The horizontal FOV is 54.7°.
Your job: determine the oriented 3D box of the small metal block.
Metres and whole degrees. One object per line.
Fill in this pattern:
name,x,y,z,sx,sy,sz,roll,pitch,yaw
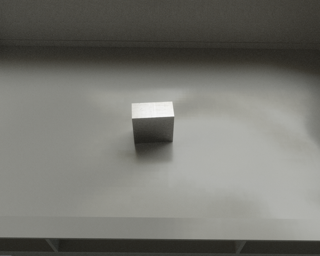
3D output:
small metal block,-0.009,-0.006,0.394,0.050,0.050,0.025,-3,50,-3
